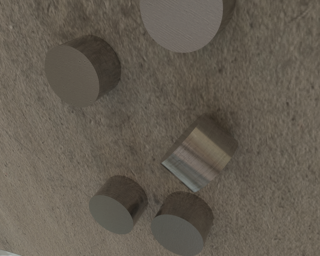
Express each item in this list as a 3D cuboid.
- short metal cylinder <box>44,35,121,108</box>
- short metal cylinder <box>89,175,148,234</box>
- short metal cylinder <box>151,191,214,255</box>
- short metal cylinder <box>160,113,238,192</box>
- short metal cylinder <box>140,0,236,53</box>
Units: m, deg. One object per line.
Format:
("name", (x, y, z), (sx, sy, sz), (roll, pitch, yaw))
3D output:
("short metal cylinder", (-0.098, -0.073, 0.395), (0.080, 0.050, 0.079), (13, 124, 20))
("short metal cylinder", (-0.067, 0.124, 0.500), (0.080, 0.050, 0.079), (13, 124, 20))
("short metal cylinder", (0.034, 0.142, 0.459), (0.080, 0.050, 0.079), (13, 124, 20))
("short metal cylinder", (0.045, 0.028, 0.364), (0.050, 0.080, 0.080), (42, 129, -1))
("short metal cylinder", (0.028, -0.120, 0.301), (0.080, 0.050, 0.079), (13, 124, 20))
